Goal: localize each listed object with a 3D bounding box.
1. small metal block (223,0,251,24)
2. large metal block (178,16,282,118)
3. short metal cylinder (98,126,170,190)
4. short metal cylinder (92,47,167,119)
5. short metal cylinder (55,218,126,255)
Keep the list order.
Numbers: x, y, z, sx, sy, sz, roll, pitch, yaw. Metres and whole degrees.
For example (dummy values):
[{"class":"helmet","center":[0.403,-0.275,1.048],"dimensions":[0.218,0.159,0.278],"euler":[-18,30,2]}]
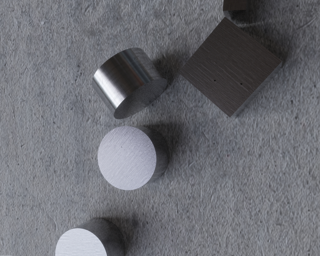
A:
[{"class":"small metal block","center":[0.092,-0.154,0.363],"dimensions":[0.025,0.050,0.050],"euler":[5,92,20]},{"class":"large metal block","center":[0.083,-0.068,0.366],"dimensions":[0.080,0.050,0.080],"euler":[44,104,14]},{"class":"short metal cylinder","center":[-0.034,0.037,0.407],"dimensions":[0.080,0.050,0.079],"euler":[0,90,20]},{"class":"short metal cylinder","center":[-0.038,-0.055,0.393],"dimensions":[0.080,0.080,0.050],"euler":[-40,78,16]},{"class":"short metal cylinder","center":[-0.095,0.171,0.429],"dimensions":[0.080,0.050,0.079],"euler":[0,90,20]}]
